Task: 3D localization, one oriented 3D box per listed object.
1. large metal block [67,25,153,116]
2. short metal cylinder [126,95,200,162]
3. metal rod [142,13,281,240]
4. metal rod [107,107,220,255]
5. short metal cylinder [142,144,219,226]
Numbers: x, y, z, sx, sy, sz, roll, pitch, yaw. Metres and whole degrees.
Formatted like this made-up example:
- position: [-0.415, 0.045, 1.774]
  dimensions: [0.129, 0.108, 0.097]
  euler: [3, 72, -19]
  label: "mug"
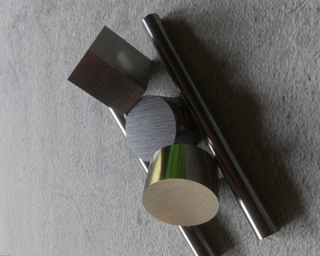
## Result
- position: [-0.060, -0.075, 0.400]
  dimensions: [0.050, 0.080, 0.080]
  euler: [-44, 22, 31]
  label: "large metal block"
- position: [0.003, 0.001, 0.387]
  dimensions: [0.080, 0.050, 0.080]
  euler: [0, 90, 40]
  label: "short metal cylinder"
- position: [0.049, -0.018, 0.365]
  dimensions: [0.025, 0.025, 0.299]
  euler: [-39, 66, 33]
  label: "metal rod"
- position: [-0.016, 0.041, 0.419]
  dimensions: [0.025, 0.025, 0.299]
  euler: [-48, 62, 29]
  label: "metal rod"
- position: [0.024, 0.064, 0.343]
  dimensions: [0.080, 0.080, 0.050]
  euler: [-38, 24, 33]
  label: "short metal cylinder"
